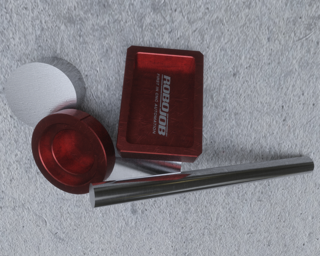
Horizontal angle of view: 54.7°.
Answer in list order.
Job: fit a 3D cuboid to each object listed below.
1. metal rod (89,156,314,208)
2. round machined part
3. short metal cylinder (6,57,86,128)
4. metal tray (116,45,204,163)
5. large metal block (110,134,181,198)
[{"bbox_3d":[0.069,0.059,0.371,0.303,0.025,0.025,-3,112,-25],"label":"metal rod"},{"bbox_3d":[-0.096,0.024,0.362,0.098,0.042,0.097,6,110,18],"label":"round machined part"},{"bbox_3d":[-0.137,-0.044,0.380,0.081,0.050,0.079,0,110,-1],"label":"short metal cylinder"},{"bbox_3d":[0.002,-0.029,0.357,0.091,0.030,0.130,4,70,-2],"label":"metal tray"},{"bbox_3d":[-0.018,0.044,0.397,0.081,0.080,0.050,4,110,-2],"label":"large metal block"}]
